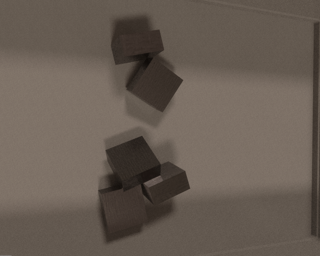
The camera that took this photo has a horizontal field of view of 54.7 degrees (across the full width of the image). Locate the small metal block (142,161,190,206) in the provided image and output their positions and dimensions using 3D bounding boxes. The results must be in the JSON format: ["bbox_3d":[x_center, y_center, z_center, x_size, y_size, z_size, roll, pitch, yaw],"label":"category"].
[{"bbox_3d":[0.003,0.069,0.398,0.050,0.050,0.025,-21,106,-19],"label":"small metal block"}]

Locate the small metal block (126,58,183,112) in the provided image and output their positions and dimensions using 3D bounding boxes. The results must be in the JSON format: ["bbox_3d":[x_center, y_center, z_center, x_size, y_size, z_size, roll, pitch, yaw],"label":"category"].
[{"bbox_3d":[-0.007,-0.056,0.402,0.050,0.025,0.050,33,89,-25],"label":"small metal block"}]

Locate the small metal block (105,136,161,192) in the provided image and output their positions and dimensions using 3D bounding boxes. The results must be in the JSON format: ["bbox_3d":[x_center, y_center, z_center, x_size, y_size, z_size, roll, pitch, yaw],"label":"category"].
[{"bbox_3d":[-0.033,0.043,0.384,0.050,0.050,0.025,-22,143,-19],"label":"small metal block"}]

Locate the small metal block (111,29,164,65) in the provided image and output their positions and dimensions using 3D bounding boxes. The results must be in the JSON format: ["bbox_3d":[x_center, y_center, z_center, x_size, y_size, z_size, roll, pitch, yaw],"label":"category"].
[{"bbox_3d":[-0.029,-0.100,0.387,0.050,0.050,0.025,-15,95,-20],"label":"small metal block"}]

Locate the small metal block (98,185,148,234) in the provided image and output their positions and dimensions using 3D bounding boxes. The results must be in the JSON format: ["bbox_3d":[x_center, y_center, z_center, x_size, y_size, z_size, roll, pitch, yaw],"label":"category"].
[{"bbox_3d":[-0.047,0.099,0.394,0.050,0.025,0.050,-12,94,-20],"label":"small metal block"}]
